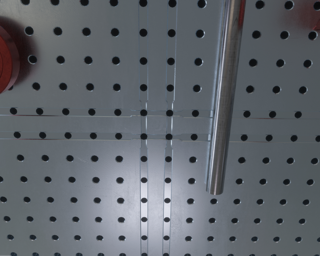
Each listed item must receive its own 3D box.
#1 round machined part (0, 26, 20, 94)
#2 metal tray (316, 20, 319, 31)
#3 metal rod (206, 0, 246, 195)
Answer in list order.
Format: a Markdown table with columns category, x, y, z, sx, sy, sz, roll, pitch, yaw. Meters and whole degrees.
| category | x | y | z | sx | sy | sz | roll | pitch | yaw |
| --- | --- | --- | --- | --- | --- | --- | --- | --- | --- |
| round machined part | -0.218 | -0.085 | 0.371 | 0.099 | 0.042 | 0.097 | 0 | 110 | 0 |
| metal tray | 0.221 | -0.133 | 0.310 | 0.030 | 0.130 | 0.089 | 20 | 109 | -7 |
| metal rod | 0.084 | -0.050 | 0.395 | 0.025 | 0.025 | 0.298 | 2 | 110 | -1 |
